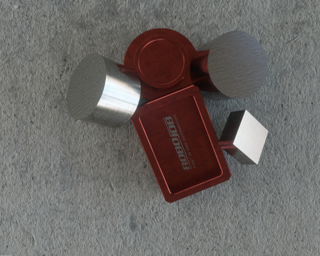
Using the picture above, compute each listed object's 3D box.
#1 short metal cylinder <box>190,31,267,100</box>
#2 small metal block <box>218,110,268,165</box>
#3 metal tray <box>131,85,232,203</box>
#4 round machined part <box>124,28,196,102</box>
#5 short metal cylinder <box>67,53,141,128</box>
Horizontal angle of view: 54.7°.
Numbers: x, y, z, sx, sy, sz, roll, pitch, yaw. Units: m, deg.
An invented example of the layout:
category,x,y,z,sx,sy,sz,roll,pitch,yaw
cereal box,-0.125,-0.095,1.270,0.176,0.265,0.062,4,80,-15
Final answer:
category,x,y,z,sx,sy,sz,roll,pitch,yaw
short metal cylinder,0.085,-0.075,0.389,0.081,0.050,0.079,-1,92,-18
small metal block,0.107,0.013,0.394,0.050,0.025,0.050,38,65,-26
metal tray,0.026,0.020,0.398,0.090,0.030,0.129,-22,100,0
round machined part,0.002,-0.082,0.403,0.099,0.042,0.097,0,90,0
short metal cylinder,-0.069,-0.044,0.376,0.050,0.080,0.080,16,90,-44
